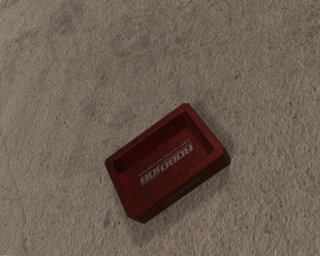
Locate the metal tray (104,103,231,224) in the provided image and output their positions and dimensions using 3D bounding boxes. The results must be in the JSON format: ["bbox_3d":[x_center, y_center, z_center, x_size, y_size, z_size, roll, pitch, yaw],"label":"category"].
[{"bbox_3d":[0.006,0.040,0.371,0.130,0.030,0.090,-36,51,4],"label":"metal tray"}]
